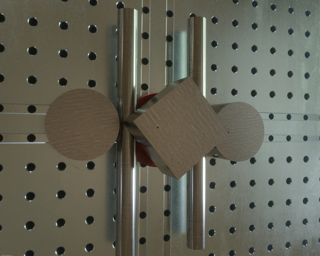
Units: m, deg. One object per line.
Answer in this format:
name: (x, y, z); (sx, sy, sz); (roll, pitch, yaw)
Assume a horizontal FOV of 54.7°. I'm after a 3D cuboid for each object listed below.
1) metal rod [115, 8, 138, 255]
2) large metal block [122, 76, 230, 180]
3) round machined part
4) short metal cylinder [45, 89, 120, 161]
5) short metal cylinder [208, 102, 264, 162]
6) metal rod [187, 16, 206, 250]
metal rod: (-0.040, 0.008, 0.375); (0.025, 0.025, 0.298); (1, 90, -20)
large metal block: (0.017, -0.001, 0.355); (0.080, 0.050, 0.080); (-40, 103, -16)
round machined part: (-0.001, 0.003, 0.404); (0.099, 0.042, 0.097); (0, 90, -20)
short metal cylinder: (-0.093, -0.004, 0.365); (0.081, 0.050, 0.080); (0, 90, -20)
short metal cylinder: (0.097, 0.005, 0.434); (0.081, 0.050, 0.080); (0, 90, -20)
metal rod: (0.048, 0.007, 0.408); (0.025, 0.025, 0.298); (0, 90, -20)
